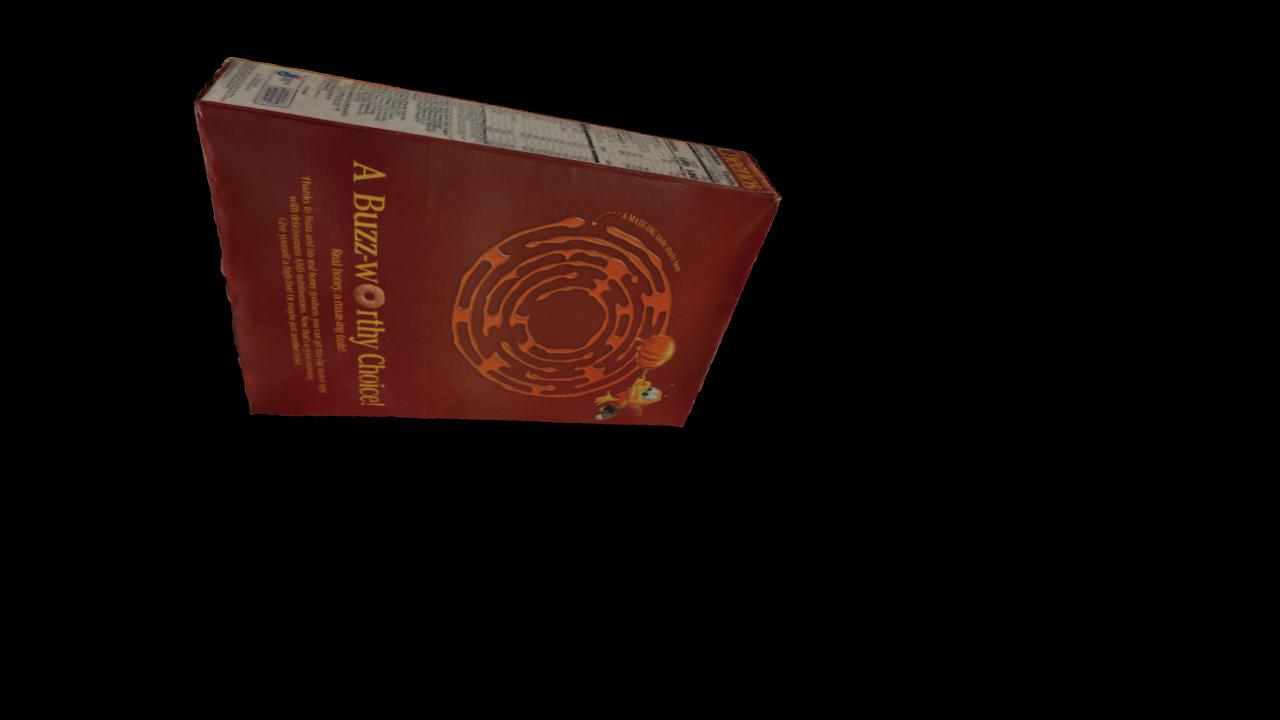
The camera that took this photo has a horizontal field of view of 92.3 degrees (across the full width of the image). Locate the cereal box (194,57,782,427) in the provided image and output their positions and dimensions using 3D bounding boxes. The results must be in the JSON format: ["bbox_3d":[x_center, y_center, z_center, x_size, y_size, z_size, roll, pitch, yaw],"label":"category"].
[{"bbox_3d":[-0.086,-0.052,0.401,0.306,0.203,0.081,3,40,-19],"label":"cereal box"}]
